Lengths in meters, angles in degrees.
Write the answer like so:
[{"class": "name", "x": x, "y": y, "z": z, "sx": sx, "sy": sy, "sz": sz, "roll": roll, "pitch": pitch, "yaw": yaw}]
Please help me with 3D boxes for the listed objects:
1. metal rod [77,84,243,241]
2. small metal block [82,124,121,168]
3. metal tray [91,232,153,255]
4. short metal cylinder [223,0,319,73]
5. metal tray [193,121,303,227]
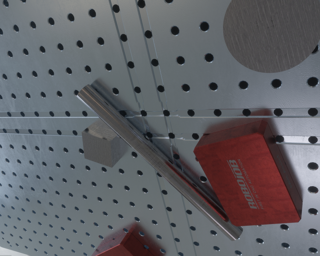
[{"class": "metal rod", "x": 0.001, "y": 0.050, "z": 0.441, "sx": 0.300, "sy": 0.025, "sz": 0.025, "roll": 43, "pitch": 129, "yaw": -2}, {"class": "small metal block", "x": -0.090, "y": 0.027, "z": 0.475, "sx": 0.050, "sy": 0.025, "sz": 0.050, "roll": 16, "pitch": 125, "yaw": 19}, {"class": "metal tray", "x": -0.072, "y": 0.263, "z": 0.609, "sx": 0.090, "sy": 0.030, "sz": 0.129, "roll": 47, "pitch": 129, "yaw": -5}, {"class": "short metal cylinder", "x": 0.103, "y": -0.096, "z": 0.281, "sx": 0.080, "sy": 0.050, "sz": 0.079, "roll": 13, "pitch": 124, "yaw": 21}, {"class": "metal tray", "x": 0.111, "y": 0.062, "z": 0.388, "sx": 0.090, "sy": 0.030, "sz": 0.130, "roll": -17, "pitch": 110, "yaw": 35}]
